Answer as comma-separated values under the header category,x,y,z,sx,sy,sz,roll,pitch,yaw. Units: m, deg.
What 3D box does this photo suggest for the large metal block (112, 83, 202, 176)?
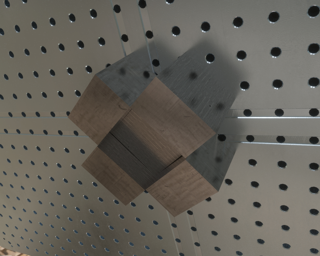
category,x,y,z,sx,sy,sz,roll,pitch,yaw
large metal block,-0.001,0.002,0.396,0.080,0.050,0.080,45,131,-1

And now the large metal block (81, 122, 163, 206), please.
category,x,y,z,sx,sy,sz,roll,pitch,yaw
large metal block,-0.045,0.044,0.427,0.080,0.080,0.050,43,129,-2

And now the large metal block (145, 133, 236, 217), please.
category,x,y,z,sx,sy,sz,roll,pitch,yaw
large metal block,0.039,0.053,0.390,0.050,0.080,0.080,45,129,-3

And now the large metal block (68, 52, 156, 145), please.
category,x,y,z,sx,sy,sz,roll,pitch,yaw
large metal block,-0.055,-0.037,0.383,0.050,0.080,0.080,44,129,-2

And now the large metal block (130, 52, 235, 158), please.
category,x,y,z,sx,sy,sz,roll,pitch,yaw
large metal block,0.028,-0.028,0.344,0.080,0.080,0.050,43,129,-2
